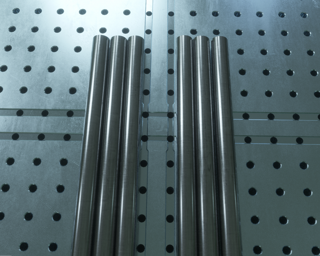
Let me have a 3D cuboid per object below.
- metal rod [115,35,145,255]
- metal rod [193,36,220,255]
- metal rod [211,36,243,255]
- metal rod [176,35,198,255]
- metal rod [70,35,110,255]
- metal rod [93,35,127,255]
[{"bbox_3d":[-0.038,0.011,0.407,0.025,0.025,0.299,1,70,0],"label":"metal rod"},{"bbox_3d":[0.058,0.011,0.407,0.025,0.025,0.299,1,70,0],"label":"metal rod"},{"bbox_3d":[0.085,0.012,0.407,0.025,0.025,0.299,1,70,0],"label":"metal rod"},{"bbox_3d":[0.033,0.011,0.407,0.025,0.025,0.299,1,70,0],"label":"metal rod"},{"bbox_3d":[-0.089,0.010,0.407,0.025,0.025,0.299,1,70,0],"label":"metal rod"},{"bbox_3d":[-0.063,0.011,0.407,0.025,0.025,0.299,1,70,0],"label":"metal rod"}]
